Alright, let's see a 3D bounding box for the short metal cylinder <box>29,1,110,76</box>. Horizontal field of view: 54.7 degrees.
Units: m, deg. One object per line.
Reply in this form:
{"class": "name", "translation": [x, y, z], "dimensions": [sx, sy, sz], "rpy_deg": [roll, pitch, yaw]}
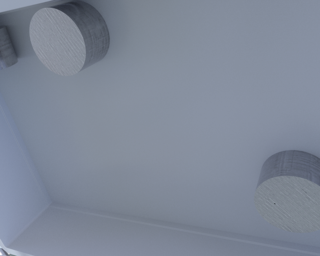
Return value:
{"class": "short metal cylinder", "translation": [-0.110, -0.110, 0.380], "dimensions": [0.080, 0.050, 0.079], "rpy_deg": [13, 124, 20]}

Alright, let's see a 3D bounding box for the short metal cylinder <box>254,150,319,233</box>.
{"class": "short metal cylinder", "translation": [0.154, 0.072, 0.356], "dimensions": [0.080, 0.050, 0.079], "rpy_deg": [13, 124, 20]}

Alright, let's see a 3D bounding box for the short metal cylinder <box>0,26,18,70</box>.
{"class": "short metal cylinder", "translation": [-0.250, -0.109, 0.435], "dimensions": [0.080, 0.080, 0.050], "rpy_deg": [5, 121, 25]}
